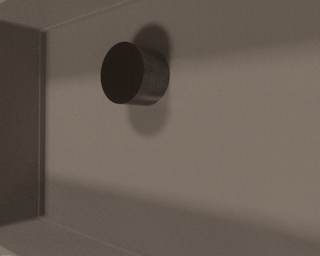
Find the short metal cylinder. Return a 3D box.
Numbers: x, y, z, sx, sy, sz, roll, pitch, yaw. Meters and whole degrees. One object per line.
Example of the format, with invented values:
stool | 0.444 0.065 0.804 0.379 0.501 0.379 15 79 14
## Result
short metal cylinder | -0.034 -0.071 0.417 0.080 0.050 0.079 0 90 39
